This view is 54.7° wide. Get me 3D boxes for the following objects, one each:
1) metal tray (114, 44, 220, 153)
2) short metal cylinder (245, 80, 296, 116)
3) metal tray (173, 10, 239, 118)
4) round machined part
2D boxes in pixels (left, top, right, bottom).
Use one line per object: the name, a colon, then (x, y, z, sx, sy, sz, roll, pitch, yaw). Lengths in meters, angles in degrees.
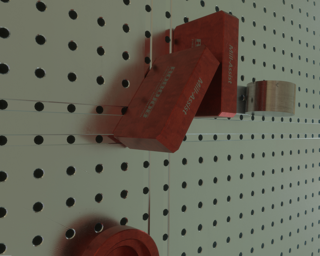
metal tray: (0.007, -0.035, 0.372, 0.030, 0.090, 0.130, 42, 65, -33)
short metal cylinder: (0.189, -0.048, 0.532, 0.081, 0.080, 0.050, 7, 86, -40)
metal tray: (0.058, -0.079, 0.415, 0.030, 0.090, 0.129, 3, 88, -40)
round machined part: (-0.051, 0.161, 0.354, 0.099, 0.042, 0.097, 2, 87, -40)
